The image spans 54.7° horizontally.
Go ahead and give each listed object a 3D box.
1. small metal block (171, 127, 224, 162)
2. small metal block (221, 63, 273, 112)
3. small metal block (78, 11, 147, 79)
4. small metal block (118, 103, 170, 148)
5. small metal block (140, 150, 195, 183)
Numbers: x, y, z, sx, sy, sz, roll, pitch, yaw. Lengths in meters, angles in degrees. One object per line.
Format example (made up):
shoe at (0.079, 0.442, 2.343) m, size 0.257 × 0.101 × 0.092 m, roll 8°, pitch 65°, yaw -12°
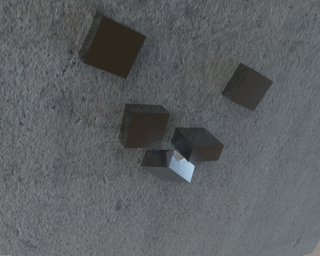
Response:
small metal block at (0.052, 0.022, 0.433) m, size 0.050 × 0.050 × 0.025 m, roll 1°, pitch 118°, yaw -29°
small metal block at (0.124, -0.057, 0.439) m, size 0.050 × 0.025 × 0.050 m, roll 19°, pitch 108°, yaw -36°
small metal block at (-0.050, -0.086, 0.326) m, size 0.050 × 0.025 × 0.050 m, roll 16°, pitch 110°, yaw -35°
small metal block at (-0.021, -0.002, 0.394) m, size 0.050 × 0.025 × 0.050 m, roll 1°, pitch 118°, yaw -29°
small metal block at (0.011, 0.053, 0.426) m, size 0.050 × 0.050 × 0.025 m, roll 40°, pitch 58°, yaw -39°
